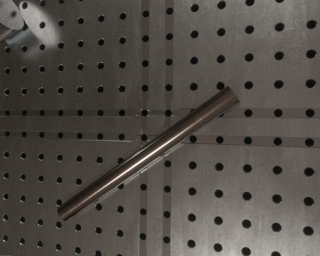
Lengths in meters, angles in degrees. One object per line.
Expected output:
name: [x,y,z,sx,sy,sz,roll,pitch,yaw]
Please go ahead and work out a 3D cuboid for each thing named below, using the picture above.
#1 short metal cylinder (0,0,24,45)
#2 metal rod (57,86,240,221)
short metal cylinder: [-0.259,-0.172,0.473,0.050,0.080,0.080,-28,81,18]
metal rod: [-0.026,0.042,0.420,0.300,0.025,0.025,-36,79,16]
